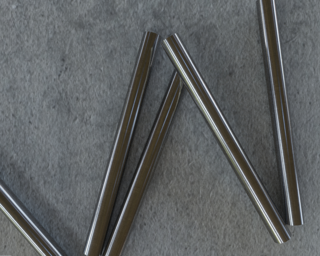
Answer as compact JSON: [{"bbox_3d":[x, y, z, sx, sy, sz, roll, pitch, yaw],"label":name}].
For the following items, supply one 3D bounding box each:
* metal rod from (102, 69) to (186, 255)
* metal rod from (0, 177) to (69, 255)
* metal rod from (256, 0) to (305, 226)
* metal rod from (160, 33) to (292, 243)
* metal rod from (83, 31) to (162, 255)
[{"bbox_3d":[-0.023,0.066,0.409,0.025,0.025,0.299,21,90,-1],"label":"metal rod"},{"bbox_3d":[-0.201,0.096,0.407,0.025,0.025,0.300,-41,91,0],"label":"metal rod"},{"bbox_3d":[0.160,-0.022,0.412,0.025,0.025,0.298,-7,90,0],"label":"metal rod"},{"bbox_3d":[0.087,0.018,0.396,0.025,0.025,0.299,-31,96,0],"label":"metal rod"},{"bbox_3d":[-0.049,0.021,0.409,0.025,0.025,0.298,16,90,-1],"label":"metal rod"}]
